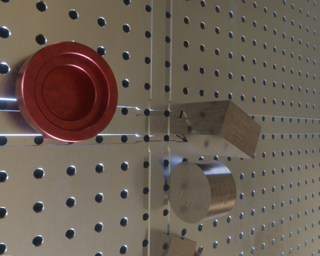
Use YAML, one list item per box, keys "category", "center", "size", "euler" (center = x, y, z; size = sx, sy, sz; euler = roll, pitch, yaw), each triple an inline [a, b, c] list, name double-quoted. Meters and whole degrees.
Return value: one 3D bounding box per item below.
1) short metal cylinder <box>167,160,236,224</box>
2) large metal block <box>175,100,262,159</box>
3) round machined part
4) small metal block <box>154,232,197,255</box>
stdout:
- category: "short metal cylinder"
  center: [0.055, 0.084, 0.419]
  size: [0.050, 0.080, 0.080]
  euler: [2, 89, -40]
- category: "large metal block"
  center: [0.084, 0.003, 0.443]
  size: [0.080, 0.080, 0.050]
  euler: [32, 70, -36]
- category: "round machined part"
  center: [-0.096, -0.035, 0.317]
  size: [0.099, 0.042, 0.097]
  euler: [0, 90, -40]
- category: "small metal block"
  center: [0.019, 0.176, 0.426]
  size: [0.050, 0.025, 0.050]
  euler: [26, 74, -37]
